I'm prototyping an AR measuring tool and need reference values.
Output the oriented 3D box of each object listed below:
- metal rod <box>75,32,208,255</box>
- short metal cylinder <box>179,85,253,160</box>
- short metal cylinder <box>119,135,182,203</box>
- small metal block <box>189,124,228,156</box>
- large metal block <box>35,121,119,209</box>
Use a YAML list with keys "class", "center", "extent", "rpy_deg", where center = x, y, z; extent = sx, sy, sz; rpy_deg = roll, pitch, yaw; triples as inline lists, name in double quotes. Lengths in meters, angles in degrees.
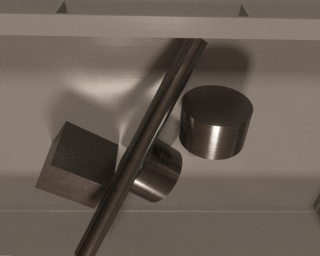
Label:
- class: "metal rod"
  center: [-0.028, 0.033, 0.362]
  extent: [0.025, 0.025, 0.298]
  rpy_deg: [24, 103, -19]
- class: "short metal cylinder"
  center: [0.064, -0.008, 0.367]
  extent: [0.081, 0.080, 0.050]
  rpy_deg: [1, 130, -1]
- class: "short metal cylinder"
  center: [-0.016, 0.053, 0.418]
  extent: [0.050, 0.080, 0.080]
  rpy_deg: [33, 123, -25]
- class: "small metal block"
  center: [0.062, 0.010, 0.403]
  extent: [0.050, 0.050, 0.025]
  rpy_deg: [1, 130, -1]
- class: "large metal block"
  center: [-0.107, 0.049, 0.413]
  extent: [0.080, 0.080, 0.050]
  rpy_deg: [27, 125, -22]
